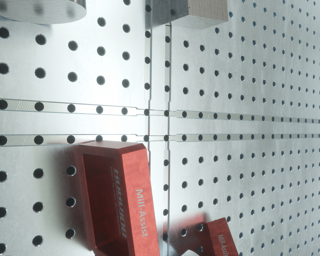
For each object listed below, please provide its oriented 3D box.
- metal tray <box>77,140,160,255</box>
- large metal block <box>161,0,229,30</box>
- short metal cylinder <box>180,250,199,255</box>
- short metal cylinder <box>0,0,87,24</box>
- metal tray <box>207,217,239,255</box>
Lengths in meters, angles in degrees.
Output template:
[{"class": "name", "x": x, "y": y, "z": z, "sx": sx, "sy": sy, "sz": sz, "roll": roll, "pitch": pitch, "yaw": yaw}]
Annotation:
[{"class": "metal tray", "x": -0.046, "y": 0.080, "z": 0.328, "sx": 0.030, "sy": 0.090, "sz": 0.129, "roll": -12, "pitch": 98, "yaw": -39}, {"class": "large metal block", "x": 0.048, "y": -0.187, "z": 0.432, "sx": 0.081, "sy": 0.050, "sz": 0.079, "roll": -9, "pitch": 96, "yaw": -40}, {"class": "short metal cylinder", "x": 0.041, "y": 0.209, "z": 0.404, "sx": 0.050, "sy": 0.080, "sz": 0.080, "roll": -30, "pitch": 109, "yaw": -26}, {"class": "short metal cylinder", "x": -0.109, "y": -0.131, "z": 0.281, "sx": 0.081, "sy": 0.080, "sz": 0.050, "roll": -5, "pitch": 94, "yaw": -40}, {"class": "metal tray", "x": 0.103, "y": 0.201, "z": 0.437, "sx": 0.030, "sy": 0.130, "sz": 0.090, "roll": -20, "pitch": 107, "yaw": 6}]
